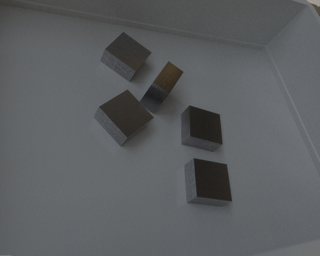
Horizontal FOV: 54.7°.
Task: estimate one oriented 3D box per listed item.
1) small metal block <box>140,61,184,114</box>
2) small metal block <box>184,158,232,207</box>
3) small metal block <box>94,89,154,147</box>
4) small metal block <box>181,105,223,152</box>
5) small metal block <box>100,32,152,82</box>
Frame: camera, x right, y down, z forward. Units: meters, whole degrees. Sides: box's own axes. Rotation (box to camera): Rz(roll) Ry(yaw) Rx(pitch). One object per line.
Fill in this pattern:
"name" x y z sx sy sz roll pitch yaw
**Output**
"small metal block" 0.001 -0.055 0.424 0.025 0.050 0.050 36 51 -5
"small metal block" 0.061 0.070 0.395 0.050 0.025 0.050 12 57 -22
"small metal block" -0.045 -0.013 0.389 0.050 0.025 0.050 47 51 5
"small metal block" 0.058 0.001 0.436 0.050 0.025 0.050 15 56 -20
"small metal block" -0.048 -0.102 0.442 0.050 0.025 0.050 36 51 -5
